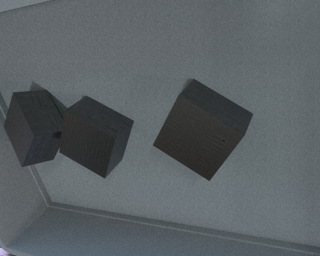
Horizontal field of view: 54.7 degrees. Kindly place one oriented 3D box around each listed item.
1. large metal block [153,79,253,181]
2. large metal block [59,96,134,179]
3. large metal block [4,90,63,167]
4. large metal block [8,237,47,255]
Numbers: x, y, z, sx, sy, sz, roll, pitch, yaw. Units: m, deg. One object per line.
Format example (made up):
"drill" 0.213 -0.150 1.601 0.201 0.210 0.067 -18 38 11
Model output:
"large metal block" 0.050 0.002 0.367 0.080 0.050 0.079 32 128 7
"large metal block" -0.093 0.013 0.448 0.080 0.050 0.079 28 128 10
"large metal block" -0.191 0.000 0.471 0.080 0.050 0.080 56 132 21
"large metal block" -0.333 0.330 0.771 0.080 0.050 0.080 46 129 -4
